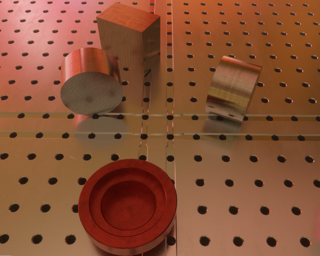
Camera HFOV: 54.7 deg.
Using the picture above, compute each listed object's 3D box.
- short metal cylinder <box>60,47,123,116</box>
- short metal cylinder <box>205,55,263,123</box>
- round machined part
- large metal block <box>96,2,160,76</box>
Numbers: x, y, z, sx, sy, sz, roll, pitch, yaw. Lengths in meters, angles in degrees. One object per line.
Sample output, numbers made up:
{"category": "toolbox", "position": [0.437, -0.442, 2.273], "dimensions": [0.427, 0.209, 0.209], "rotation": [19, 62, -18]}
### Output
{"category": "short metal cylinder", "position": [-0.093, -0.062, 0.423], "dimensions": [0.081, 0.080, 0.050], "rotation": [-8, 51, -7]}
{"category": "short metal cylinder", "position": [0.099, -0.052, 0.416], "dimensions": [0.050, 0.080, 0.080], "rotation": [20, 53, 16]}
{"category": "round machined part", "position": [-0.032, 0.084, 0.325], "dimensions": [0.099, 0.042, 0.098], "rotation": [0, 50, 0]}
{"category": "large metal block", "position": [-0.047, -0.140, 0.489], "dimensions": [0.080, 0.080, 0.050], "rotation": [24, 54, 19]}
